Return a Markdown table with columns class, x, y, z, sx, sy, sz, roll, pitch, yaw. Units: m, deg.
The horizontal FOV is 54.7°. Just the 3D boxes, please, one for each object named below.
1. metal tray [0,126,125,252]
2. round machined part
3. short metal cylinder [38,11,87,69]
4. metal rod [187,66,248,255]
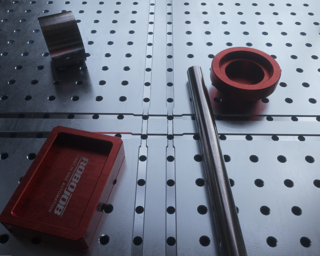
| class | x | y | z | sx | sy | sz | roll | pitch | yaw |
| --- | --- | --- | --- | --- | --- | --- | --- | --- | --- |
| metal tray | -0.103 | 0.061 | 0.351 | 0.090 | 0.030 | 0.130 | 11 | 51 | 9 |
| round machined part | 0.123 | -0.074 | 0.460 | 0.099 | 0.042 | 0.098 | 0 | 50 | 0 |
| short metal cylinder | -0.153 | -0.138 | 0.487 | 0.050 | 0.080 | 0.080 | -19 | 53 | -15 |
| metal rod | 0.064 | 0.027 | 0.384 | 0.025 | 0.025 | 0.300 | -3 | 50 | -3 |
